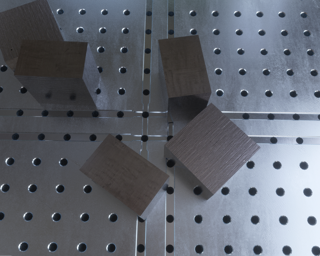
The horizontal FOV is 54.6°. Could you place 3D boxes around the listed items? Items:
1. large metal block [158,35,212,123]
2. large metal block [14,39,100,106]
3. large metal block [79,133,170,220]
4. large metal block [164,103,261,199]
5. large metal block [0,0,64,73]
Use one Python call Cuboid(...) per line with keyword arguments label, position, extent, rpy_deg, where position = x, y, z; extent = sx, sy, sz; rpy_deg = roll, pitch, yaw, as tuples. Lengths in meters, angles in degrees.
Cuboid(label="large metal block", position=(0.029, -0.061, 0.405), extent=(0.050, 0.080, 0.080), rpy_deg=(-8, 70, -3))
Cuboid(label="large metal block", position=(-0.129, -0.070, 0.407), extent=(0.080, 0.080, 0.050), rpy_deg=(3, 70, 1))
Cuboid(label="large metal block", position=(-0.037, 0.060, 0.360), extent=(0.080, 0.080, 0.050), rpy_deg=(34, 74, 11))
Cuboid(label="large metal block", position=(0.062, 0.030, 0.388), extent=(0.080, 0.050, 0.080), rpy_deg=(-41, 75, -14))
Cuboid(label="large metal block", position=(-0.182, -0.127, 0.444), extent=(0.080, 0.050, 0.080), rpy_deg=(-23, 72, -8))
